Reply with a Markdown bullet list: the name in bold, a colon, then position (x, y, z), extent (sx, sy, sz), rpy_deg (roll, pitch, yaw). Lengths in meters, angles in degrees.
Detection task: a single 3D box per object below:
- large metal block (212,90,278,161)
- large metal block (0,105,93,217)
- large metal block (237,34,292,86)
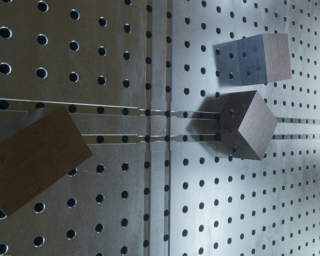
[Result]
- **large metal block**: position (0.142, -0.004, 0.510), extent (0.080, 0.050, 0.080), rpy_deg (46, 63, -30)
- **large metal block**: position (-0.121, 0.023, 0.272), extent (0.080, 0.080, 0.050), rpy_deg (-39, 114, -33)
- **large metal block**: position (0.184, -0.120, 0.545), extent (0.081, 0.050, 0.080), rpy_deg (-14, 99, -39)
